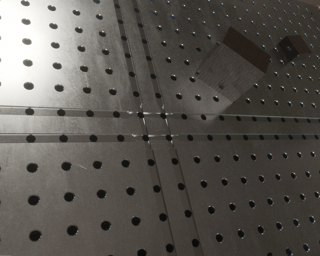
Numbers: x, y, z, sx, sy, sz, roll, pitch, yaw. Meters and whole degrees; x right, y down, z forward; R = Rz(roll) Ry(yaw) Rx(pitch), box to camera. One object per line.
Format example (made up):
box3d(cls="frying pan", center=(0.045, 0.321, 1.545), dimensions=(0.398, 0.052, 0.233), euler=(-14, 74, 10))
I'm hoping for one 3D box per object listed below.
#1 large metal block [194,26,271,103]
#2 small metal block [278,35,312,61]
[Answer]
box3d(cls="large metal block", center=(0.116, -0.100, 0.499), dimensions=(0.080, 0.080, 0.050), euler=(34, 51, -6))
box3d(cls="small metal block", center=(0.297, -0.175, 0.679), dimensions=(0.050, 0.025, 0.050), euler=(-12, 68, -33))
